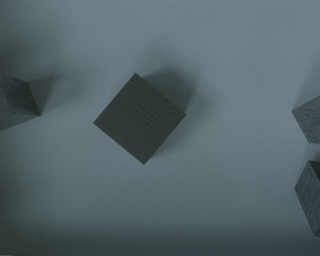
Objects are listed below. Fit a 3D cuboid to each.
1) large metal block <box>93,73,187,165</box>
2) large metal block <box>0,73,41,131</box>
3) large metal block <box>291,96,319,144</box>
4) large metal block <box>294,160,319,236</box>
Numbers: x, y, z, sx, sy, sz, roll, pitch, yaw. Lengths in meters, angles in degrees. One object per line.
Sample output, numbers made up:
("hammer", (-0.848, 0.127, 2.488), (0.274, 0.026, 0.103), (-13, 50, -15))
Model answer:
("large metal block", (-0.024, -0.011, 0.399), (0.080, 0.050, 0.080), (40, 90, -1))
("large metal block", (-0.209, -0.025, 0.381), (0.080, 0.080, 0.050), (-21, 90, 0))
("large metal block", (0.228, -0.020, 0.387), (0.080, 0.080, 0.050), (-29, 90, 0))
("large metal block", (0.225, 0.090, 0.380), (0.080, 0.080, 0.050), (9, 122, -1))
